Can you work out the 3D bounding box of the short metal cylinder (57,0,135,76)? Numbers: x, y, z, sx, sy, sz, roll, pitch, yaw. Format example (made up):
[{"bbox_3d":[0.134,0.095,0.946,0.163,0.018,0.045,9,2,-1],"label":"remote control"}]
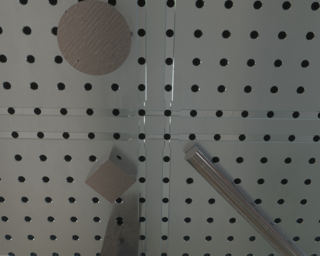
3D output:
[{"bbox_3d":[-0.072,-0.105,0.360,0.081,0.050,0.079,0,110,-1],"label":"short metal cylinder"}]

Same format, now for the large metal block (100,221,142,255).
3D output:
[{"bbox_3d":[-0.054,0.196,0.456,0.050,0.080,0.079,-1,110,0],"label":"large metal block"}]

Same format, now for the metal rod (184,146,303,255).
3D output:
[{"bbox_3d":[0.145,0.137,0.466,0.025,0.025,0.300,-41,106,13],"label":"metal rod"}]

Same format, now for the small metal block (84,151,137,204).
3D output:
[{"bbox_3d":[-0.069,0.070,0.438,0.050,0.025,0.050,42,104,-14],"label":"small metal block"}]
